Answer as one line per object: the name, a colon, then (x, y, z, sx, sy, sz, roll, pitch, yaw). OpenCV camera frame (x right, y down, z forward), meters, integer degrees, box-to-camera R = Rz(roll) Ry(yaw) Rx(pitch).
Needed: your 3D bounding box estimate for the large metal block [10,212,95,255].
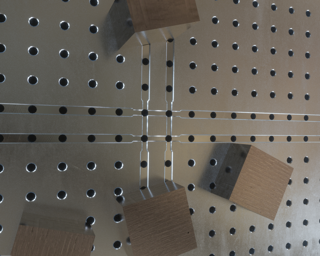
large metal block: (-0.127, 0.148, 0.353, 0.080, 0.050, 0.080, 16, 85, -19)

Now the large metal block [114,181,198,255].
large metal block: (-0.006, 0.121, 0.397, 0.081, 0.050, 0.080, -14, 95, -20)

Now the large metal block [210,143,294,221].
large metal block: (0.132, 0.076, 0.448, 0.080, 0.050, 0.080, 27, 81, -18)

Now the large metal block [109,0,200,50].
large metal block: (-0.010, -0.137, 0.379, 0.081, 0.080, 0.050, -17, 96, -19)
